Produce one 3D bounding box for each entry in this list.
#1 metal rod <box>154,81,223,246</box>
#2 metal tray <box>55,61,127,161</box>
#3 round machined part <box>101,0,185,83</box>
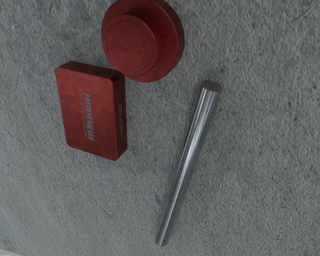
[{"bbox_3d":[0.030,0.071,0.434,0.025,0.025,0.298,23,127,14],"label":"metal rod"},{"bbox_3d":[-0.095,-0.023,0.440,0.090,0.030,0.129,15,125,19],"label":"metal tray"},{"bbox_3d":[-0.025,-0.097,0.350,0.098,0.042,0.097,13,124,21],"label":"round machined part"}]
